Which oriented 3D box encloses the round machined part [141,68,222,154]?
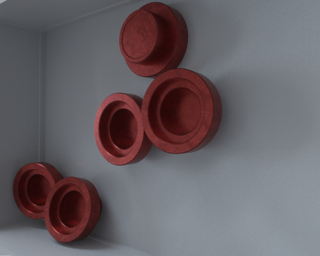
[{"bbox_3d":[0.029,-0.019,0.368,0.098,0.042,0.097,-1,88,36],"label":"round machined part"}]

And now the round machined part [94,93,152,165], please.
[{"bbox_3d":[-0.044,0.001,0.430,0.098,0.042,0.097,0,90,39],"label":"round machined part"}]

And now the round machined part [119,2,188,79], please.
[{"bbox_3d":[-0.015,-0.116,0.407,0.098,0.042,0.097,0,90,39],"label":"round machined part"}]

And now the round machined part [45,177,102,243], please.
[{"bbox_3d":[-0.132,0.129,0.491,0.098,0.042,0.098,-9,71,28],"label":"round machined part"}]

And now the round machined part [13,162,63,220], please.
[{"bbox_3d":[-0.209,0.109,0.553,0.098,0.042,0.097,0,90,22],"label":"round machined part"}]
